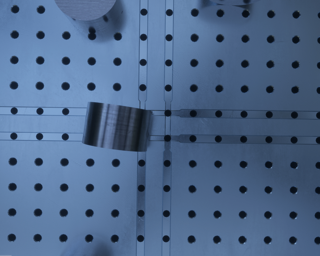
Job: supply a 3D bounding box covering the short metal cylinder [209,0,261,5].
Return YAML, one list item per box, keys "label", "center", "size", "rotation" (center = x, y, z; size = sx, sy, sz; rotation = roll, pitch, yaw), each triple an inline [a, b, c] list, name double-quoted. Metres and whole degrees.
- label: "short metal cylinder"
  center: [0.097, -0.194, 0.387]
  size: [0.081, 0.080, 0.050]
  rotation: [4, 90, -1]

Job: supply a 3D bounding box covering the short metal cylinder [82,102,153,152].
- label: "short metal cylinder"
  center: [-0.053, -0.002, 0.385]
  size: [0.081, 0.080, 0.050]
  rotation: [8, 90, -1]

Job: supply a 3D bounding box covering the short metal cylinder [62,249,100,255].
- label: "short metal cylinder"
  center: [-0.109, 0.206, 0.400]
  size: [0.081, 0.050, 0.079]
  rotation: [0, 90, -1]

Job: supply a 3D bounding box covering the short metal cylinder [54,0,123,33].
- label: "short metal cylinder"
  center: [-0.091, -0.170, 0.400]
  size: [0.081, 0.050, 0.079]
  rotation: [0, 90, -1]
